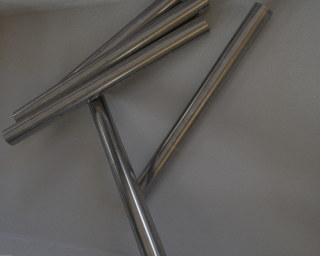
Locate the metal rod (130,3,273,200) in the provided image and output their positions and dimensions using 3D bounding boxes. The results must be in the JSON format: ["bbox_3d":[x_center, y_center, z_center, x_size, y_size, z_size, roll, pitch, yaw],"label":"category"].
[{"bbox_3d":[0.042,-0.019,0.395,0.025,0.025,0.299,37,101,16],"label":"metal rod"}]

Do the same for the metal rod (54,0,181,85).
[{"bbox_3d":[-0.096,-0.091,0.444,0.300,0.025,0.025,-35,79,16],"label":"metal rod"}]

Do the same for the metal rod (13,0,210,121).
[{"bbox_3d":[-0.071,-0.088,0.415,0.300,0.025,0.025,-30,80,9],"label":"metal rod"}]

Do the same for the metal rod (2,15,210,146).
[{"bbox_3d":[-0.074,-0.059,0.406,0.301,0.025,0.025,-29,81,6],"label":"metal rod"}]

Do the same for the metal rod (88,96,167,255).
[{"bbox_3d":[-0.044,0.054,0.373,0.025,0.025,0.299,-36,59,16],"label":"metal rod"}]
